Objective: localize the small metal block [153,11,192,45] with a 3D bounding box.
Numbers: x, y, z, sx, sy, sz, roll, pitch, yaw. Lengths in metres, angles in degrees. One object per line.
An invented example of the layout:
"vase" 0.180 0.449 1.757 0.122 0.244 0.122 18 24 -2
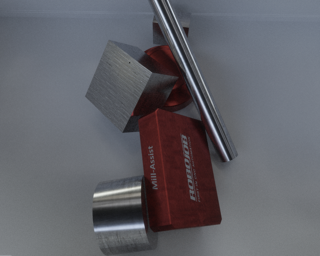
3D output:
"small metal block" 0.017 -0.143 0.449 0.050 0.050 0.025 10 71 3

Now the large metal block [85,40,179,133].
"large metal block" -0.037 -0.051 0.384 0.080 0.050 0.079 41 115 29

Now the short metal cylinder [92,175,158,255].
"short metal cylinder" -0.035 0.095 0.341 0.050 0.080 0.080 -10 70 7

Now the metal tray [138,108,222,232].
"metal tray" 0.024 0.049 0.360 0.091 0.030 0.129 13 62 -45

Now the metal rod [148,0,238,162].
"metal rod" 0.026 -0.096 0.379 0.025 0.025 0.299 -26 98 -9

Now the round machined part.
"round machined part" 0.008 -0.074 0.428 0.099 0.042 0.098 0 70 -1
